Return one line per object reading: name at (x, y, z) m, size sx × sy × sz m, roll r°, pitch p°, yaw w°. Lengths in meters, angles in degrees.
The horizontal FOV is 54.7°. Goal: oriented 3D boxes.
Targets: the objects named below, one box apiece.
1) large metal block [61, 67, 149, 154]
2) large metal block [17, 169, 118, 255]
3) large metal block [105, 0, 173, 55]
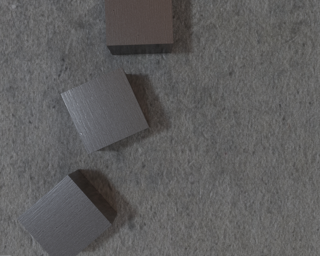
large metal block at (-0.066, -0.021, 0.397) m, size 0.080 × 0.050 × 0.080 m, roll -24°, pitch 90°, yaw -1°
large metal block at (-0.115, 0.112, 0.396) m, size 0.080 × 0.050 × 0.080 m, roll -41°, pitch 91°, yaw 0°
large metal block at (-0.026, -0.140, 0.397) m, size 0.081 × 0.050 × 0.079 m, roll -2°, pitch 90°, yaw -1°
